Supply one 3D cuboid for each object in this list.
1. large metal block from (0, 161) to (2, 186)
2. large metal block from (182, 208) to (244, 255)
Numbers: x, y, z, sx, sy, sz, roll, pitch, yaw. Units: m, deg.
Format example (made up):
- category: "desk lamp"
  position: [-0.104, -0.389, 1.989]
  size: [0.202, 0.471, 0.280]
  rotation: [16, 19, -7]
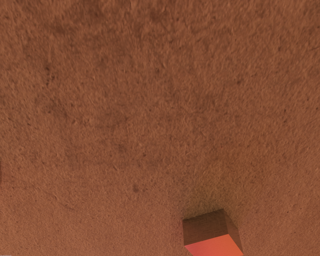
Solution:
- category: "large metal block"
  position: [-0.283, 0.085, 0.439]
  size: [0.081, 0.080, 0.050]
  rotation: [12, 129, -11]
- category: "large metal block"
  position: [0.096, 0.199, 0.562]
  size: [0.080, 0.050, 0.080]
  rotation: [-22, 127, 17]
